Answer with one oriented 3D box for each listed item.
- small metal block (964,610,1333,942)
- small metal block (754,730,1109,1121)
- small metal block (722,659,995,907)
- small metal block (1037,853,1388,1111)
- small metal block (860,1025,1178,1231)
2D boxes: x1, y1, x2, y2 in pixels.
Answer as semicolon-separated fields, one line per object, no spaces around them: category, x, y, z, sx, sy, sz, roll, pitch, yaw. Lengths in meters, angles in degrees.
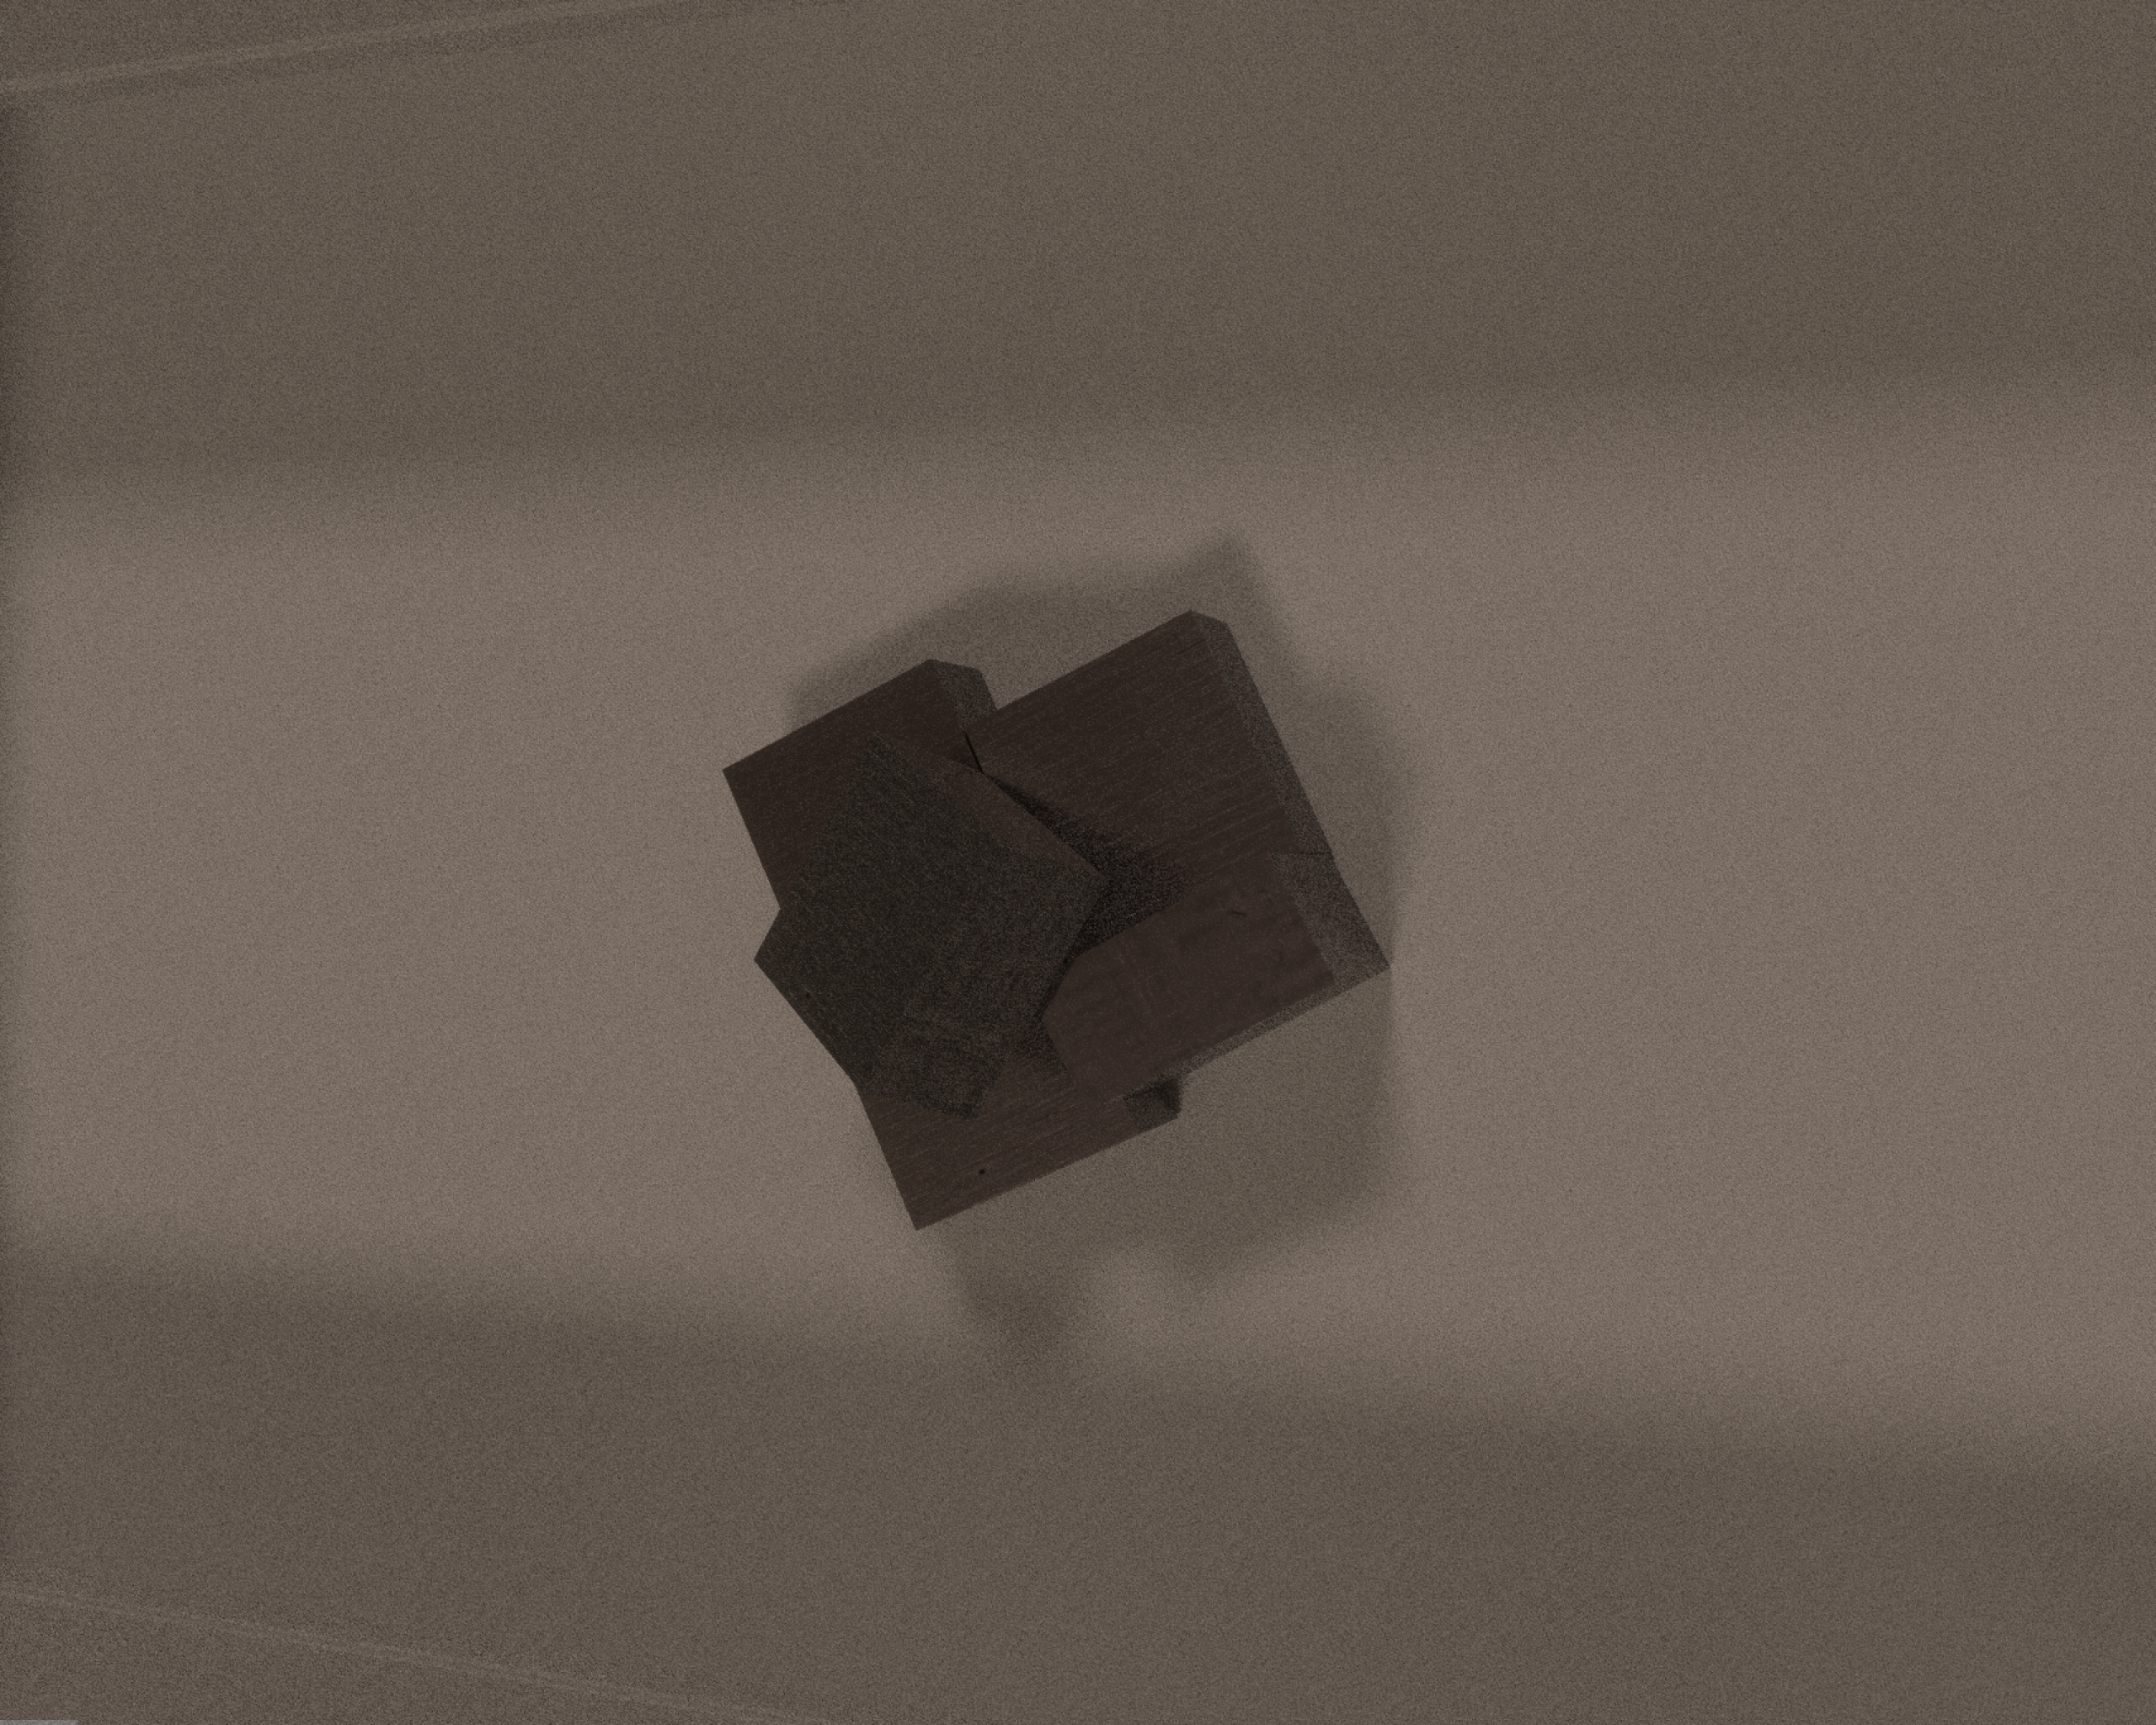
small metal block;0.014;-0.014;0.403;0.050;0.025;0.050;-26;82;17
small metal block;-0.028;0.011;0.378;0.050;0.025;0.050;40;105;50
small metal block;-0.036;-0.007;0.421;0.050;0.025;0.050;-26;82;17
small metal block;0.025;0.021;0.386;0.050;0.050;0.025;-29;81;16
small metal block;-0.016;0.039;0.414;0.050;0.025;0.050;-26;82;17
